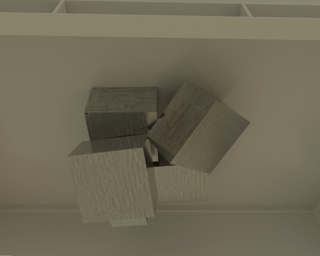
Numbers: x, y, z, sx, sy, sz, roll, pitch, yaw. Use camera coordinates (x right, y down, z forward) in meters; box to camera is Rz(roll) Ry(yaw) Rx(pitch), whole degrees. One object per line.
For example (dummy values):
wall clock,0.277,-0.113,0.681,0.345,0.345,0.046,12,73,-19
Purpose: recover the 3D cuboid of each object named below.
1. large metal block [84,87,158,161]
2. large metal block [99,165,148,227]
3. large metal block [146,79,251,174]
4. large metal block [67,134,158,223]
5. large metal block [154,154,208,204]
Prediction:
large metal block,-0.043,-0.003,0.388,0.081,0.050,0.079,-1,130,0
large metal block,-0.047,0.082,0.440,0.050,0.080,0.080,-5,130,4
large metal block,0.045,0.002,0.359,0.080,0.050,0.080,22,108,-47
large metal block,-0.049,0.056,0.352,0.080,0.050,0.079,-7,105,6
large metal block,0.025,0.062,0.441,0.080,0.050,0.080,-4,130,3
